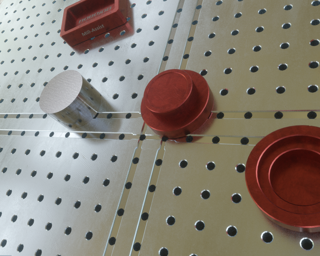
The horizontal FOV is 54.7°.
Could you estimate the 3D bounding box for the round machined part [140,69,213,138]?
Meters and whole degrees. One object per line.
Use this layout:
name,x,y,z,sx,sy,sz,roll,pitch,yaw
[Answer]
round machined part,0.017,-0.039,0.411,0.098,0.042,0.098,-13,56,20

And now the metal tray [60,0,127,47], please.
metal tray,-0.129,-0.221,0.605,0.130,0.030,0.090,-17,55,18

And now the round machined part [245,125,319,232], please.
round machined part,0.135,0.049,0.296,0.098,0.042,0.098,-13,56,20

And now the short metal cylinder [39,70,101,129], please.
short metal cylinder,-0.142,-0.045,0.492,0.080,0.050,0.080,-13,56,20
